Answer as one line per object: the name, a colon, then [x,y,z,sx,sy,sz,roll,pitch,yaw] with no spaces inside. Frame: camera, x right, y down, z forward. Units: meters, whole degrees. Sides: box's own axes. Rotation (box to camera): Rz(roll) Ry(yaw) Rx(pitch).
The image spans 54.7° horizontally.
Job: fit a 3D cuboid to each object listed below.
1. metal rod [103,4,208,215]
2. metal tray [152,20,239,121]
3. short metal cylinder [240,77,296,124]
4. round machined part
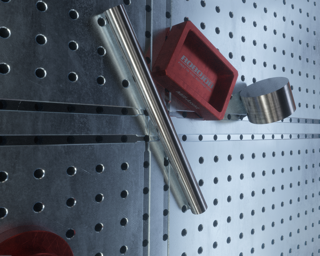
metal rod: [0.002,-0.010,0.410,0.025,0.025,0.299,-37,113,-34]
metal tray: [0.056,-0.079,0.452,0.130,0.030,0.090,35,69,-35]
short metal cylinder: [0.183,-0.047,0.526,0.080,0.080,0.050,-36,113,-34]
round machined part: [-0.126,0.147,0.293,0.099,0.042,0.097,0,90,-40]
